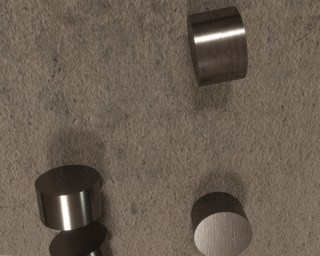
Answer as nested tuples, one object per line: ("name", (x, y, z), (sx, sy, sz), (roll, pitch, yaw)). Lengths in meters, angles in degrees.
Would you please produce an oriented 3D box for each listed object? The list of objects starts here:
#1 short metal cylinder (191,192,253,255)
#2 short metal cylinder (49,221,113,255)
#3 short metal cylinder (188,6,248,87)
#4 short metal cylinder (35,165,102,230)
("short metal cylinder", (0.087, 0.141, 0.450), (0.081, 0.050, 0.079), (0, 110, -1))
("short metal cylinder", (-0.111, 0.180, 0.445), (0.080, 0.080, 0.050), (-9, 110, 3))
("short metal cylinder", (0.062, -0.090, 0.348), (0.050, 0.080, 0.079), (-11, 110, 3))
("short metal cylinder", (-0.120, 0.090, 0.412), (0.081, 0.080, 0.050), (0, 110, -1))
